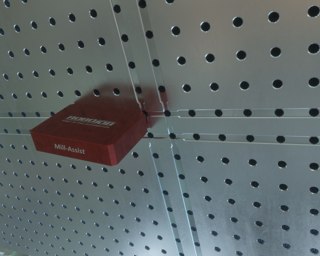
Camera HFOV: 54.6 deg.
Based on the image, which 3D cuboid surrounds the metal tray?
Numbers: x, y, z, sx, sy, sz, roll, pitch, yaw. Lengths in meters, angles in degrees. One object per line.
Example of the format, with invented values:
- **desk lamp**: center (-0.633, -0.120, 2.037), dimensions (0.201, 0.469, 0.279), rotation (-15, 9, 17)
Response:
- **metal tray**: center (-0.094, 0.004, 0.422), dimensions (0.130, 0.090, 0.030), rotation (8, 122, 24)
